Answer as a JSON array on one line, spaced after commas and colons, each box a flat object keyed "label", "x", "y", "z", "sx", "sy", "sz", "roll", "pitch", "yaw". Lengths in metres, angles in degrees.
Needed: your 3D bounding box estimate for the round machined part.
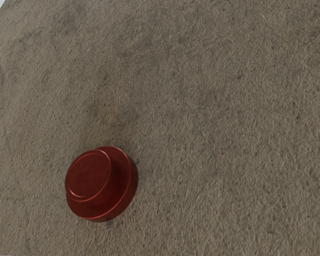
[{"label": "round machined part", "x": -0.081, "y": 0.067, "z": 0.396, "sx": 0.098, "sy": 0.042, "sz": 0.098, "roll": -13, "pitch": 56, "yaw": 21}]
